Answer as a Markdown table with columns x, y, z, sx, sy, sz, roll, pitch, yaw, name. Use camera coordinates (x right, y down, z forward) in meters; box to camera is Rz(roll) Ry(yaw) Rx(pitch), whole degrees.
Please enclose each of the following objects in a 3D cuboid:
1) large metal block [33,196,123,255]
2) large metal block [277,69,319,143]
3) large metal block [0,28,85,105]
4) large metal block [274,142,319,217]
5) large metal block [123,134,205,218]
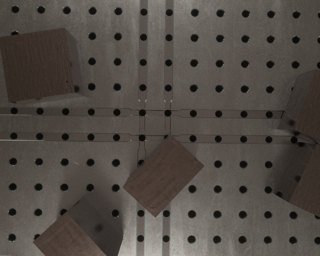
| x | y | z | sx | sy | sz | roll | pitch | yaw | name |
| --- | --- | --- | --- | --- | --- | --- | --- | --- | --- |
| -0.096 | 0.140 | 0.385 | 0.050 | 0.080 | 0.080 | -42 | 91 | 0 | large metal block |
| 0.214 | -0.022 | 0.404 | 0.080 | 0.050 | 0.080 | 20 | 90 | -1 | large metal block |
| -0.149 | -0.076 | 0.399 | 0.081 | 0.050 | 0.080 | -9 | 90 | -1 | large metal block |
| 0.211 | 0.072 | 0.404 | 0.080 | 0.050 | 0.080 | 25 | 90 | -1 | large metal block |
| 0.004 | 0.054 | 0.386 | 0.050 | 0.080 | 0.080 | 43 | 90 | -1 | large metal block |
